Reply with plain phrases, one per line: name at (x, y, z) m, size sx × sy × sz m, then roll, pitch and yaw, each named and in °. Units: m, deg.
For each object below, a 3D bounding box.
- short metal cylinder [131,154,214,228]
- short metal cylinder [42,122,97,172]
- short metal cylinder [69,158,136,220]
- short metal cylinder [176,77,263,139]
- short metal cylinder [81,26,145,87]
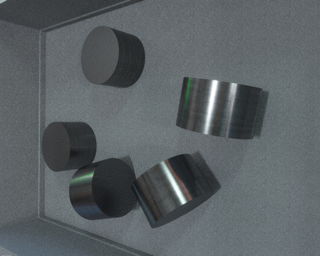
short metal cylinder at (0.014, 0.073, 0.358) m, size 0.080 × 0.081 × 0.050 m, roll -45°, pitch 64°, yaw 30°
short metal cylinder at (-0.150, 0.030, 0.512) m, size 0.080 × 0.050 × 0.079 m, roll 0°, pitch 90°, yaw 39°
short metal cylinder at (-0.078, 0.086, 0.433) m, size 0.050 × 0.081 × 0.080 m, roll -19°, pitch 78°, yaw 38°
short metal cylinder at (0.060, -0.021, 0.320) m, size 0.080 × 0.081 × 0.050 m, roll 15°, pitch 100°, yaw 38°
short metal cylinder at (-0.068, -0.100, 0.444) m, size 0.080 × 0.050 × 0.079 m, roll 0°, pitch 90°, yaw 39°
